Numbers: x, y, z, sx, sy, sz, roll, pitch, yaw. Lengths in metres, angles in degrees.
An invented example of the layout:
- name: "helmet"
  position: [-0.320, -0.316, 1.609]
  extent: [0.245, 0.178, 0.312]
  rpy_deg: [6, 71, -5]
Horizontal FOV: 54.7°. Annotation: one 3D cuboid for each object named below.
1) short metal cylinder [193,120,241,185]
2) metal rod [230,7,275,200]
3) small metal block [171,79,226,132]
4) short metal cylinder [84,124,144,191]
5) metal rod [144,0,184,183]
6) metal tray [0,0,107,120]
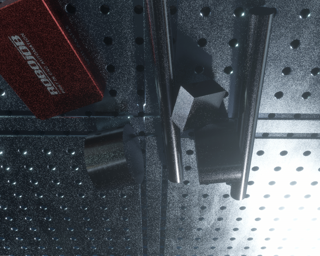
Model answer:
- name: "short metal cylinder"
  position: [0.073, 0.032, 0.404]
  extent: [0.050, 0.080, 0.080]
  rpy_deg: [-6, 130, 5]
- name: "metal rod"
  position: [0.115, -0.005, 0.409]
  extent: [0.025, 0.025, 0.298]
  rpy_deg: [-4, 130, 3]
- name: "small metal block"
  position: [0.046, -0.028, 0.374]
  extent: [0.050, 0.025, 0.050]
  rpy_deg: [-16, 138, -33]
- name: "short metal cylinder"
  position: [-0.058, 0.039, 0.408]
  extent: [0.050, 0.080, 0.080]
  rpy_deg: [-13, 129, 10]
- name: "metal rod"
  position: [0.009, -0.038, 0.379]
  extent: [0.025, 0.025, 0.298]
  rpy_deg: [-5, 130, 4]
- name: "metal tray"
  position: [-0.130, -0.075, 0.342]
  extent: [0.090, 0.030, 0.130]
  rpy_deg: [-17, 129, 13]
